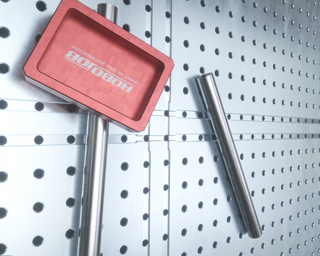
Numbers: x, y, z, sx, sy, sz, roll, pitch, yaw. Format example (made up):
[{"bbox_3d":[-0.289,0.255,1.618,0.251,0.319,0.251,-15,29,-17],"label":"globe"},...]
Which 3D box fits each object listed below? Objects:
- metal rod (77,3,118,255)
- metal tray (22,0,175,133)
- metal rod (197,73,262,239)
[{"bbox_3d":[-0.071,0.010,0.349,0.025,0.025,0.298,6,86,-40],"label":"metal rod"},{"bbox_3d":[-0.060,-0.061,0.325,0.131,0.030,0.090,28,79,-19],"label":"metal tray"},{"bbox_3d":[0.118,0.055,0.508,0.025,0.025,0.298,-33,111,-35],"label":"metal rod"}]
